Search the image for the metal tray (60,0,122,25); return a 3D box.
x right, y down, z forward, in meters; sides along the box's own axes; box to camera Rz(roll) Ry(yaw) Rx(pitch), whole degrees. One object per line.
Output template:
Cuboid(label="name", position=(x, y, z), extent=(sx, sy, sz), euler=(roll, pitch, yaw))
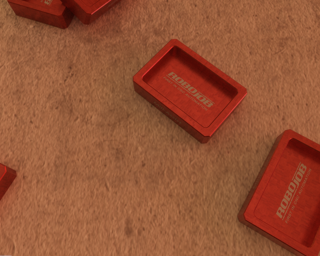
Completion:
Cuboid(label="metal tray", position=(-0.094, -0.227, 0.462), extent=(0.090, 0.030, 0.130), euler=(46, 67, -6))

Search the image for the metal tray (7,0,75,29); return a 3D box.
Cuboid(label="metal tray", position=(-0.164, -0.226, 0.485), extent=(0.090, 0.030, 0.130), euler=(18, 71, 6))

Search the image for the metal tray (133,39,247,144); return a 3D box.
Cuboid(label="metal tray", position=(0.039, -0.053, 0.425), extent=(0.130, 0.030, 0.090), euler=(39, 74, 12))

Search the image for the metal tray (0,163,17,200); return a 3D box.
Cuboid(label="metal tray", position=(-0.260, 0.063, 0.379), extent=(0.130, 0.030, 0.090), euler=(25, 72, 8))

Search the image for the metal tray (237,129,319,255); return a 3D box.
Cuboid(label="metal tray", position=(0.165, 0.078, 0.379), extent=(0.090, 0.030, 0.130), euler=(30, 72, 10))
